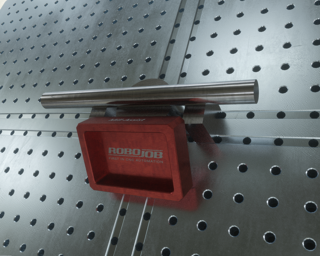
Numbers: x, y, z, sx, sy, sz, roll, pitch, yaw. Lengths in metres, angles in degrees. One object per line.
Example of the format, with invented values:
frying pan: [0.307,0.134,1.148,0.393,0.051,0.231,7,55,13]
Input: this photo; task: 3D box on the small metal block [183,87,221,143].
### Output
small metal block: [0.051,-0.015,0.375,0.025,0.050,0.050,-1,61,28]

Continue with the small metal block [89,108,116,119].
small metal block: [-0.071,-0.018,0.441,0.025,0.050,0.050,-1,61,28]

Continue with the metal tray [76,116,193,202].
metal tray: [-0.032,0.033,0.366,0.130,0.089,0.030,1,19,28]

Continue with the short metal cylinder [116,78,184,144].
short metal cylinder: [-0.010,-0.018,0.408,0.080,0.050,0.080,-13,56,21]

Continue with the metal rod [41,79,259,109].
metal rod: [-0.034,-0.039,0.386,0.300,0.025,0.025,1,62,29]
